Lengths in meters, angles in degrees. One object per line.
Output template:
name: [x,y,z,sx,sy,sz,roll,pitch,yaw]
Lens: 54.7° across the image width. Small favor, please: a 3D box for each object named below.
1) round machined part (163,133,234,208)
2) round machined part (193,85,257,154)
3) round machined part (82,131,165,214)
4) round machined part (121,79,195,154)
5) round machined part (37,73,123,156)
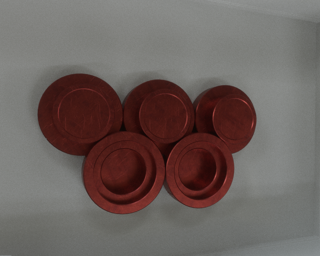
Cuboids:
round machined part: [0.046,0.054,0.417,0.099,0.042,0.097,0,90,-20]
round machined part: [0.094,-0.012,0.433,0.099,0.042,0.097,0,89,-20]
round machined part: [-0.046,0.052,0.382,0.099,0.042,0.097,0,90,-20]
round machined part: [0.001,-0.014,0.399,0.099,0.042,0.097,0,89,-20]
round machined part: [-0.091,-0.016,0.365,0.099,0.042,0.097,0,89,-21]
